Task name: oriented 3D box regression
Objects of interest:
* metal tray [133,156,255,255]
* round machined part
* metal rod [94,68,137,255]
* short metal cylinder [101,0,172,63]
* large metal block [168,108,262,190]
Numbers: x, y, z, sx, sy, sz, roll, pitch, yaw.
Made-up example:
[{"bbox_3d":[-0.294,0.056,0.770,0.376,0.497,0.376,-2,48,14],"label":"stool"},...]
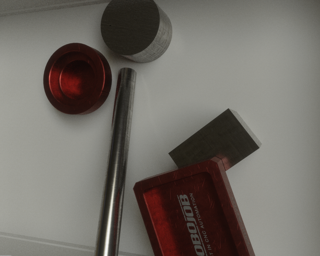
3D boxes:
[{"bbox_3d":[0.036,0.103,0.309,0.090,0.030,0.129,-20,85,17],"label":"metal tray"},{"bbox_3d":[-0.111,-0.067,0.439,0.098,0.042,0.097,0,90,19],"label":"round machined part"},{"bbox_3d":[-0.052,0.058,0.362,0.025,0.025,0.299,-7,62,19],"label":"metal rod"},{"bbox_3d":[-0.030,-0.130,0.407,0.080,0.050,0.079,0,90,19],"label":"short metal cylinder"},{"bbox_3d":[0.067,0.023,0.357,0.080,0.080,0.050,-38,78,16],"label":"large metal block"}]
